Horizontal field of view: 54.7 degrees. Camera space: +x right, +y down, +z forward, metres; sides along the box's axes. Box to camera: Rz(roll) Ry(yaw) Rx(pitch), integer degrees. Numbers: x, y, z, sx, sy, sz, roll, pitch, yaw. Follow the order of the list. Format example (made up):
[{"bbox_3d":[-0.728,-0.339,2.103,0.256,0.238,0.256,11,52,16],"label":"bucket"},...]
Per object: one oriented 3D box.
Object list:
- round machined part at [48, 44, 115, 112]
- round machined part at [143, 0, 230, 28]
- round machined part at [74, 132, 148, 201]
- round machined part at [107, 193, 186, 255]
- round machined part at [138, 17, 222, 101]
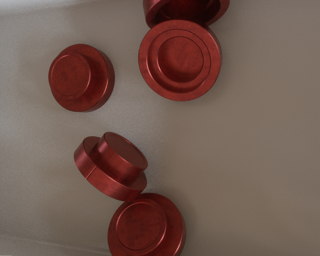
[{"bbox_3d":[-0.118,-0.072,0.442,0.098,0.042,0.097,0,90,19],"label":"round machined part"},{"bbox_3d":[0.028,-0.152,0.362,0.098,0.098,0.042,-14,79,19],"label":"round machined part"},{"bbox_3d":[-0.054,0.042,0.390,0.098,0.098,0.042,43,103,14],"label":"round machined part"},{"bbox_3d":[-0.020,0.126,0.384,0.098,0.042,0.098,-9,55,13],"label":"round machined part"},{"bbox_3d":[0.027,-0.085,0.378,0.098,0.042,0.097,7,118,14],"label":"round machined part"}]
